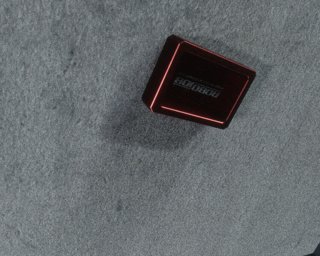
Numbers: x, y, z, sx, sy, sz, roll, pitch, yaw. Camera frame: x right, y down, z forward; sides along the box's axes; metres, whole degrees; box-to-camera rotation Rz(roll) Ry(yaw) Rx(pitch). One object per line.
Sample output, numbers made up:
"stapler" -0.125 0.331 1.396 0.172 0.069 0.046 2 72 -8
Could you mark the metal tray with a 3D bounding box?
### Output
"metal tray" 0.052 -0.053 0.397 0.131 0.030 0.089 12 112 -34
